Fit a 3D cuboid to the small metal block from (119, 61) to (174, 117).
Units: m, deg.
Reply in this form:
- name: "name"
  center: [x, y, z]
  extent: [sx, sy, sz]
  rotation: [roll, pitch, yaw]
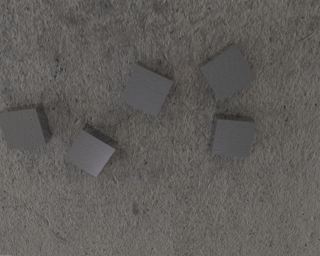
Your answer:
- name: "small metal block"
  center: [-0.017, -0.049, 0.391]
  extent: [0.050, 0.025, 0.050]
  rotation: [24, 108, -9]

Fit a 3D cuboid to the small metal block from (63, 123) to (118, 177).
- name: "small metal block"
  center: [-0.093, 0.030, 0.420]
  extent: [0.050, 0.025, 0.050]
  rotation: [33, 107, -12]

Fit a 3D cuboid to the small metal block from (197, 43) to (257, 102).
- name: "small metal block"
  center: [0.082, -0.069, 0.385]
  extent: [0.050, 0.025, 0.050]
  rotation: [-33, 107, 11]

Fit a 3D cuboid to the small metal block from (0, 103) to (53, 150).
- name: "small metal block"
  center: [-0.177, -0.003, 0.407]
  extent: [0.050, 0.025, 0.050]
  rotation: [-8, 110, 2]

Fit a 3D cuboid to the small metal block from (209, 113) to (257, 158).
- name: "small metal block"
  center: [0.096, 0.010, 0.414]
  extent: [0.050, 0.025, 0.050]
  rotation: [5, 110, -2]
